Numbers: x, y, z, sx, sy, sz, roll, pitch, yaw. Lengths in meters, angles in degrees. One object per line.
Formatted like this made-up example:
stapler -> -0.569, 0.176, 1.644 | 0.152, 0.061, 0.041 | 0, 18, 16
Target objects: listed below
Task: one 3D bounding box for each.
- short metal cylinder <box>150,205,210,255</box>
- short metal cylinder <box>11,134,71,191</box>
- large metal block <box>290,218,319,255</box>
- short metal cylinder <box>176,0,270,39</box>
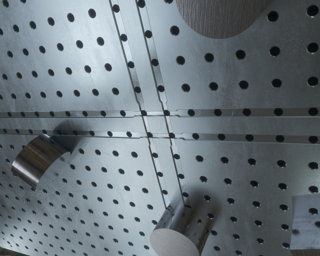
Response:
short metal cylinder -> 0.031, 0.169, 0.483 | 0.080, 0.050, 0.079 | 13, 124, 20
short metal cylinder -> -0.196, 0.057, 0.514 | 0.050, 0.080, 0.079 | 36, 129, 4
large metal block -> 0.216, 0.157, 0.378 | 0.080, 0.050, 0.080 | -18, 109, 35
short metal cylinder -> 0.060, -0.128, 0.284 | 0.080, 0.050, 0.079 | 13, 124, 21
